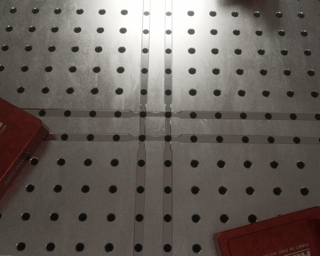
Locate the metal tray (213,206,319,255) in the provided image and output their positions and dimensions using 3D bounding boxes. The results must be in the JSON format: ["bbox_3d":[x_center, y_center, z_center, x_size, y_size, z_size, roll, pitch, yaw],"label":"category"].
[{"bbox_3d":[0.138,0.150,0.355,0.131,0.030,0.090,-13,71,-5],"label":"metal tray"}]

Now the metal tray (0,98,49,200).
[{"bbox_3d":[-0.219,0.029,0.396,0.090,0.030,0.130,28,72,9],"label":"metal tray"}]
